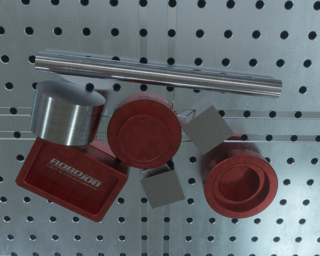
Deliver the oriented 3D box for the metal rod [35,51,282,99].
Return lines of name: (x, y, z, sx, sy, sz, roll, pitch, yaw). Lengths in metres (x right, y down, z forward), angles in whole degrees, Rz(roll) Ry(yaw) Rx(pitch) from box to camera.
metal rod: (0.001, -0.066, 0.388, 0.302, 0.025, 0.025, 6, 110, -3)

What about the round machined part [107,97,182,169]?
round machined part: (-0.021, 0.010, 0.407, 0.099, 0.042, 0.097, 0, 107, 0)

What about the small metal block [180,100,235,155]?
small metal block: (0.062, -0.001, 0.414, 0.050, 0.025, 0.050, -36, 106, 12)

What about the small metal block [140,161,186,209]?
small metal block: (0.004, 0.082, 0.444, 0.050, 0.025, 0.050, -18, 109, 6)

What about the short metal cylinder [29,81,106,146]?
short metal cylinder: (-0.112, -0.020, 0.376, 0.080, 0.080, 0.050, 17, 109, -6)

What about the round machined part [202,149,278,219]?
round machined part: (0.108, 0.073, 0.432, 0.099, 0.042, 0.097, 0, 110, 0)

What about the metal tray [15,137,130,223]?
metal tray: (-0.120, 0.066, 0.434, 0.131, 0.030, 0.090, 29, 108, -10)
